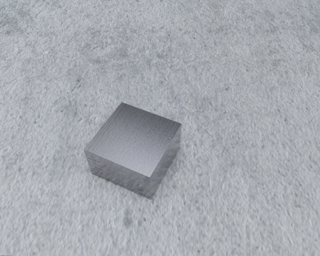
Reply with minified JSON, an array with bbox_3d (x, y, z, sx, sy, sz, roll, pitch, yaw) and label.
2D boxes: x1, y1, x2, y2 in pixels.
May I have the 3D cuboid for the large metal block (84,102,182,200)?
[{"bbox_3d":[-0.029,0.025,0.366,0.080,0.050,0.080,21,53,16],"label":"large metal block"}]
